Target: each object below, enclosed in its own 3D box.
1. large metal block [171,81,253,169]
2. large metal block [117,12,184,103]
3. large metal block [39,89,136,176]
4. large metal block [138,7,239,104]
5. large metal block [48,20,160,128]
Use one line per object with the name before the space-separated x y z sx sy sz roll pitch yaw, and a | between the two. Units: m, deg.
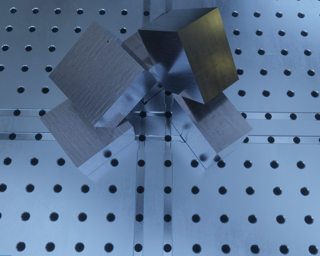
large metal block | 0.059 -0.003 0.383 0.050 0.080 0.080 -32 74 -11
large metal block | -0.008 -0.091 0.414 0.080 0.080 0.050 -40 75 -13
large metal block | -0.089 0.001 0.396 0.080 0.050 0.080 -38 75 -13
large metal block | 0.030 -0.081 0.337 0.050 0.080 0.080 -36 32 -17
large metal block | -0.062 -0.057 0.349 0.080 0.050 0.080 46 101 14
